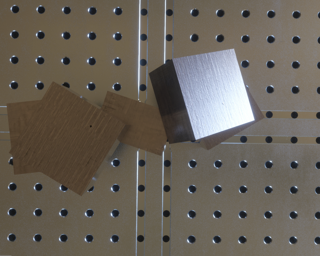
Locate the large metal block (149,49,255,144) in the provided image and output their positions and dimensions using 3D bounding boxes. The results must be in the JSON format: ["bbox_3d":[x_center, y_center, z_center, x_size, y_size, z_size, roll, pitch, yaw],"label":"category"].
[{"bbox_3d":[0.045,-0.034,0.333,0.081,0.050,0.080,-16,91,-29],"label":"large metal block"}]

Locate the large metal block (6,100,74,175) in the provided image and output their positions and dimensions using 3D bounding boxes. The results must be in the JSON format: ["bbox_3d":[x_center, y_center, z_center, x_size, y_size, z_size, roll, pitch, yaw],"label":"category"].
[{"bbox_3d":[-0.141,0.009,0.384,0.050,0.080,0.079,-6,90,0],"label":"large metal block"}]

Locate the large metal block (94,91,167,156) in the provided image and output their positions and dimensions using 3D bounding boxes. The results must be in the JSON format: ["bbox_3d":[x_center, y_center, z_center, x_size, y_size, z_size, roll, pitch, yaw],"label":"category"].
[{"bbox_3d":[-0.029,-0.005,0.385,0.080,0.080,0.050,19,90,-1],"label":"large metal block"}]

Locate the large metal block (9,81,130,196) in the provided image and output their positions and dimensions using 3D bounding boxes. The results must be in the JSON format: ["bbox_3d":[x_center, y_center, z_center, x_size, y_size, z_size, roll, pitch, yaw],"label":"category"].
[{"bbox_3d":[-0.088,0.010,0.319,0.080,0.050,0.080,31,90,0],"label":"large metal block"}]

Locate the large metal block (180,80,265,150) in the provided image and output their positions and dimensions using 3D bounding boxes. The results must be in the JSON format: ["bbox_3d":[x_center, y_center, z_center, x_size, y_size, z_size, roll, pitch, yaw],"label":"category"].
[{"bbox_3d":[0.073,-0.027,0.402,0.080,0.050,0.080,-30,90,0],"label":"large metal block"}]
